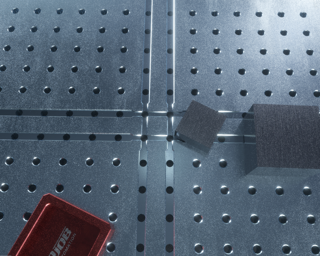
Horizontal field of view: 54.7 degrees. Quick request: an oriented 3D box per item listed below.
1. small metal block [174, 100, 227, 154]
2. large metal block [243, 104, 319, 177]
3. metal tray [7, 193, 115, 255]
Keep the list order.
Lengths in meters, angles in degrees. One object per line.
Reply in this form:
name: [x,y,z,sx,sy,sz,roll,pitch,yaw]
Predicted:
small metal block: [0.054,-0.002,0.413,0.050,0.025,0.050,27,72,9]
large metal block: [0.154,0.017,0.393,0.080,0.050,0.080,2,70,1]
metal tray: [-0.122,0.152,0.352,0.090,0.030,0.130,24,72,8]
